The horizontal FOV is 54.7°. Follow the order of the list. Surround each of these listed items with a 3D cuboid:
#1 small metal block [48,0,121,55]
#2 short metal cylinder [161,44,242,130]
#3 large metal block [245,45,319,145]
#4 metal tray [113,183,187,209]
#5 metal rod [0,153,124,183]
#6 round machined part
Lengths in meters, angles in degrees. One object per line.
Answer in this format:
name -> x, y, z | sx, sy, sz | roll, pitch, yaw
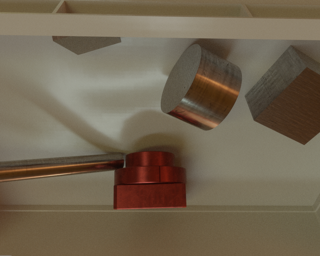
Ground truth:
small metal block -> -0.072, -0.097, 0.306 | 0.050, 0.050, 0.025 | -14, 86, 11
short metal cylinder -> 0.043, -0.043, 0.337 | 0.050, 0.080, 0.080 | 23, 126, -19
large metal block -> 0.162, -0.036, 0.365 | 0.080, 0.050, 0.080 | 23, 126, -19
metal tray -> -0.011, 0.100, 0.445 | 0.091, 0.030, 0.130 | -2, 166, 1
metal rod -> -0.183, 0.052, 0.367 | 0.303, 0.025, 0.025 | -1, 136, -35
round machined part -> -0.013, 0.058, 0.427 | 0.099, 0.042, 0.098 | -2, 166, 0
